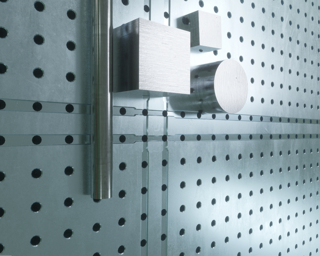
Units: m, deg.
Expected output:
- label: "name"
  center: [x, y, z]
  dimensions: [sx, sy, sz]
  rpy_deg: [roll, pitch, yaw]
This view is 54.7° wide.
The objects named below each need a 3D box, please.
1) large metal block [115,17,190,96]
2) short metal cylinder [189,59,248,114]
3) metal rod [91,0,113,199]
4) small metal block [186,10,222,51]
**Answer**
- label: "large metal block"
  center: [-0.008, -0.083, 0.387]
  dimensions: [0.081, 0.050, 0.079]
  rpy_deg: [0, 90, -40]
- label: "short metal cylinder"
  center: [0.089, -0.061, 0.470]
  dimensions: [0.081, 0.050, 0.079]
  rpy_deg: [0, 90, -40]
- label: "metal rod"
  center: [-0.066, -0.070, 0.354]
  dimensions: [0.025, 0.025, 0.298]
  rpy_deg: [0, 90, -40]
- label: "small metal block"
  center: [0.067, -0.145, 0.468]
  dimensions: [0.050, 0.025, 0.050]
  rpy_deg: [-4, 93, -40]
